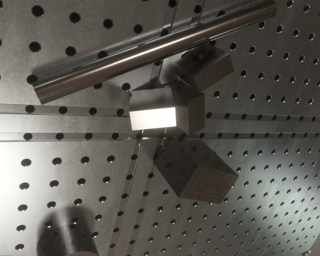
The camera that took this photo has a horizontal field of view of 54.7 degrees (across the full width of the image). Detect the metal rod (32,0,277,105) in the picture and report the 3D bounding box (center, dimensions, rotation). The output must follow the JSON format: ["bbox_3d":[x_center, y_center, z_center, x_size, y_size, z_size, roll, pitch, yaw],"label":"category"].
[{"bbox_3d":[0.007,-0.094,0.357,0.302,0.025,0.025,-24,127,-14],"label":"metal rod"}]

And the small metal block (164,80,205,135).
[{"bbox_3d":[0.031,-0.027,0.396,0.025,0.050,0.050,-24,128,-24],"label":"small metal block"}]

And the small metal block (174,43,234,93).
[{"bbox_3d":[0.053,-0.075,0.379,0.050,0.050,0.025,-33,129,-7],"label":"small metal block"}]

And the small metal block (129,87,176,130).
[{"bbox_3d":[-0.009,-0.024,0.367,0.050,0.050,0.025,-6,124,-1],"label":"small metal block"}]

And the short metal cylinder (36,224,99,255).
[{"bbox_3d":[-0.130,0.185,0.440,0.081,0.050,0.079,-14,125,-21],"label":"short metal cylinder"}]

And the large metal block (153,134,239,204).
[{"bbox_3d":[0.049,0.058,0.441,0.081,0.080,0.050,18,109,-36],"label":"large metal block"}]
